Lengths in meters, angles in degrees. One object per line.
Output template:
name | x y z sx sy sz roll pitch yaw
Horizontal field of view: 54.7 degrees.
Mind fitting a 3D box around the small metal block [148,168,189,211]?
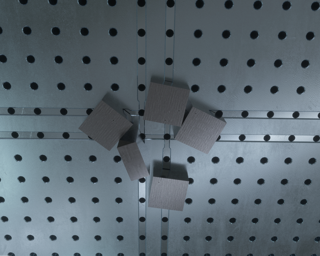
small metal block | 0.011 0.089 0.446 0.050 0.025 0.050 8 110 -4

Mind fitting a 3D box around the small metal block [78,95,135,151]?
small metal block | -0.070 -0.006 0.410 0.050 0.025 0.050 38 105 -13

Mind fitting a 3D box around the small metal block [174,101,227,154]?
small metal block | 0.052 0.000 0.414 0.050 0.025 0.050 25 108 -10

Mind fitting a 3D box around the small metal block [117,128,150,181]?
small metal block | -0.033 0.034 0.412 0.025 0.050 0.050 -18 110 6

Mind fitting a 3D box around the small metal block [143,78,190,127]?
small metal block | 0.008 -0.033 0.401 0.050 0.025 0.050 11 110 -5
